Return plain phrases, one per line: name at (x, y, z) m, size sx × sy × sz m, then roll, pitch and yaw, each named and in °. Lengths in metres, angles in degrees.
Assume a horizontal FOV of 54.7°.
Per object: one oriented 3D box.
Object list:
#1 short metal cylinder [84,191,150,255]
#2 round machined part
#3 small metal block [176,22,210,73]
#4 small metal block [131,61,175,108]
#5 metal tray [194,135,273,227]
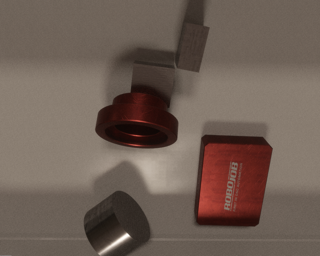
short metal cylinder at (-0.059, 0.135, 0.431) m, size 0.050 × 0.080 × 0.080 m, roll -37°, pitch 106°, yaw 12°
round machined part at (-0.027, -0.010, 0.379) m, size 0.099 × 0.098 × 0.042 m, roll 6°, pitch 69°, yaw -3°
small metal block at (0.036, -0.096, 0.363) m, size 0.025 × 0.050 × 0.050 m, roll 10°, pitch 110°, yaw -4°
small metal block at (-0.010, -0.055, 0.391) m, size 0.050 × 0.025 × 0.050 m, roll 7°, pitch 110°, yaw -3°
metal tray at (0.100, 0.076, 0.438) m, size 0.091 × 0.030 × 0.129 m, roll 2°, pitch 110°, yaw -2°
